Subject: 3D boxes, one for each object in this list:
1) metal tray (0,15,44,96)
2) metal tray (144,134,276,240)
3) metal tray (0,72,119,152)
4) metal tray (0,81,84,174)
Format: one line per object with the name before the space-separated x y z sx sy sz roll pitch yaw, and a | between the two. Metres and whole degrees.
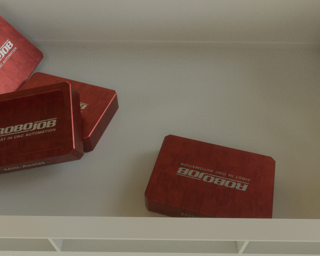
metal tray | -0.235 -0.090 0.437 0.030 0.090 0.130 -20 40 35
metal tray | 0.058 0.062 0.350 0.131 0.030 0.090 12 51 10
metal tray | -0.134 -0.025 0.422 0.130 0.030 0.090 15 51 12
metal tray | -0.161 0.002 0.366 0.131 0.030 0.090 -11 70 3
